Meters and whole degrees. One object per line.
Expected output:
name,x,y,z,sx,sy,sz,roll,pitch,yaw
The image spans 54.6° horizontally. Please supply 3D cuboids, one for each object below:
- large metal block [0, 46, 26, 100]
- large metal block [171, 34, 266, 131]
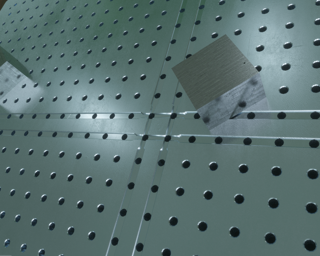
large metal block,-0.335,-0.113,0.640,0.080,0.050,0.080,-42,51,-1
large metal block,0.072,-0.057,0.390,0.080,0.050,0.080,-31,52,8
